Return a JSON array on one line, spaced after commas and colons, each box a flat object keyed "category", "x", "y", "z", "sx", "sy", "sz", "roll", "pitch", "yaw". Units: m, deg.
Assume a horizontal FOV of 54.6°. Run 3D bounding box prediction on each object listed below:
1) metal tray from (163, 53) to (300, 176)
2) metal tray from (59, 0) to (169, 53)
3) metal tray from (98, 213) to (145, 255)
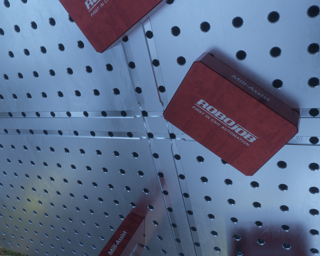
[{"category": "metal tray", "x": 0.078, "y": -0.013, "z": 0.359, "sx": 0.130, "sy": 0.030, "sz": 0.089, "roll": 35, "pitch": 129, "yaw": 4}, {"category": "metal tray", "x": -0.048, "y": -0.154, "z": 0.339, "sx": 0.130, "sy": 0.030, "sz": 0.090, "roll": -28, "pitch": 104, "yaw": 37}, {"category": "metal tray", "x": -0.069, "y": 0.219, "z": 0.516, "sx": 0.030, "sy": 0.131, "sz": 0.089, "roll": 16, "pitch": 125, "yaw": 19}]
